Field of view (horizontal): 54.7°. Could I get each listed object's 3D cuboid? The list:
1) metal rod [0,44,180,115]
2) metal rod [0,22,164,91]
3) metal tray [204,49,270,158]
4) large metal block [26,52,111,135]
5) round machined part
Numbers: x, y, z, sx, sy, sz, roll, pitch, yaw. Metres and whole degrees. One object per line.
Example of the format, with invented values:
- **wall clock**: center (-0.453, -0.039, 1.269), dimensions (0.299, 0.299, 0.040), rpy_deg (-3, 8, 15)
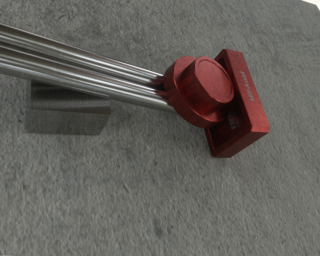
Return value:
- **metal rod**: center (-0.036, -0.041, 0.354), dimensions (0.302, 0.025, 0.025), rpy_deg (11, 56, -38)
- **metal rod**: center (-0.040, -0.065, 0.366), dimensions (0.302, 0.025, 0.025), rpy_deg (10, 57, -38)
- **metal tray**: center (0.094, -0.033, 0.436), dimensions (0.030, 0.090, 0.130), rpy_deg (4, 60, -27)
- **large metal block**: center (-0.106, -0.040, 0.352), dimensions (0.081, 0.050, 0.080), rpy_deg (3, 60, -27)
- **round machined part**: center (0.056, -0.052, 0.396), dimensions (0.099, 0.042, 0.098), rpy_deg (21, 52, -29)
